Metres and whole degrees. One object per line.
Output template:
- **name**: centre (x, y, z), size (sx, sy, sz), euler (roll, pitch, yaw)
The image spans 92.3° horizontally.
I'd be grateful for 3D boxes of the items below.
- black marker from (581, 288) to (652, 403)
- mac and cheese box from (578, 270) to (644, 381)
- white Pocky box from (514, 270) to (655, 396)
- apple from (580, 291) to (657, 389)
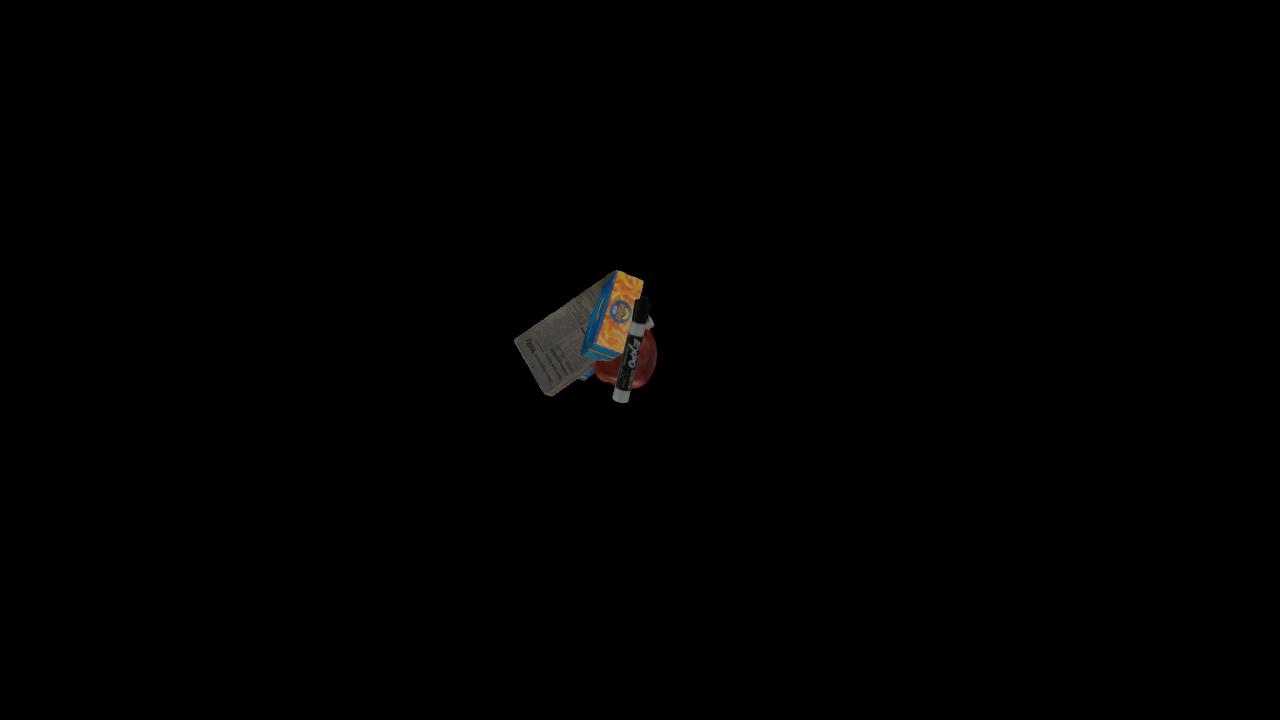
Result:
- **black marker**: centre (-0.008, -0.011, 0.666), size (0.020, 0.121, 0.020), euler (12, 19, -4)
- **mac and cheese box**: centre (-0.051, -0.036, 0.758), size (0.041, 0.093, 0.184), euler (21, -16, -14)
- **white Pocky box**: centre (-0.068, -0.032, 0.737), size (0.154, 0.084, 0.028), euler (-34, -18, 5)
- **apple**: centre (-0.017, -0.008, 0.739), size (0.079, 0.093, 0.079), euler (10, -12, 2)
